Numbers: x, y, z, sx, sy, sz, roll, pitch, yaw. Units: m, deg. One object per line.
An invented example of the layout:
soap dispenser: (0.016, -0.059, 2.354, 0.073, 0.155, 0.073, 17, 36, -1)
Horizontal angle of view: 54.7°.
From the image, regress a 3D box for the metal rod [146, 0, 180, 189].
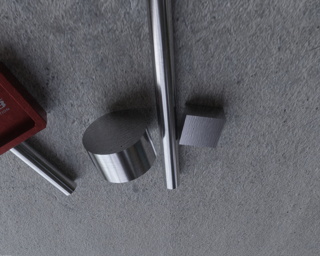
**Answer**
metal rod: (0.008, -0.028, 0.383, 0.025, 0.025, 0.298, -3, 130, 2)

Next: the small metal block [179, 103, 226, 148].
small metal block: (0.054, -0.003, 0.406, 0.050, 0.025, 0.050, 6, 130, -6)

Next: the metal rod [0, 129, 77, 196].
metal rod: (-0.216, -0.003, 0.401, 0.025, 0.025, 0.300, -24, 127, 19)

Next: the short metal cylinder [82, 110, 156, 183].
short metal cylinder: (-0.049, 0.022, 0.389, 0.080, 0.080, 0.050, -10, 130, 8)

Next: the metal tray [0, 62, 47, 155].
metal tray: (-0.215, -0.007, 0.364, 0.130, 0.030, 0.090, -32, 124, -1)
